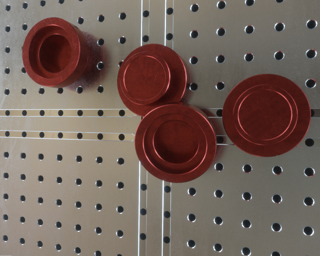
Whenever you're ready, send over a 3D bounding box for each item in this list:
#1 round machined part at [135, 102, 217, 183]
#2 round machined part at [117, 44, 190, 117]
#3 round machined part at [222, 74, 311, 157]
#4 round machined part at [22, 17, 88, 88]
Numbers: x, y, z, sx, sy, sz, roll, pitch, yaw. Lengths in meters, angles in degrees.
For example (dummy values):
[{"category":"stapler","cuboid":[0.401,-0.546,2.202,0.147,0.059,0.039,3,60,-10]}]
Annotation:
[{"category":"round machined part","cuboid":[0.022,0.015,0.387,0.098,0.042,0.097,2,103,11]},{"category":"round machined part","cuboid":[-0.013,-0.062,0.407,0.098,0.042,0.097,0,90,19]},{"category":"round machined part","cuboid":[0.122,-0.015,0.360,0.098,0.042,0.097,0,90,19]},{"category":"round machined part","cuboid":[-0.148,-0.107,0.454,0.098,0.042,0.097,0,90,19]}]
